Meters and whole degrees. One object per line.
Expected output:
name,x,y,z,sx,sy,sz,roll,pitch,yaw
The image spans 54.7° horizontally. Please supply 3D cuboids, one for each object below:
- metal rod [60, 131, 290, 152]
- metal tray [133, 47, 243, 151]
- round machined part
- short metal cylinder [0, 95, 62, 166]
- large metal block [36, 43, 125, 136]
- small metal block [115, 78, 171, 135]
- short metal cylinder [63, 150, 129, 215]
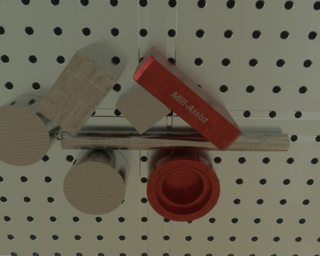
metal rod,0.020,0.018,0.420,0.302,0.025,0.025,1,110,-1
metal tray,0.031,-0.037,0.365,0.130,0.090,0.030,38,106,-13
round machined part,0.031,0.078,0.433,0.099,0.042,0.097,0,110,0
short metal cylinder,-0.174,0.002,0.399,0.081,0.050,0.079,0,110,0
large metal block,-0.089,-0.048,0.366,0.050,0.080,0.080,37,106,-13
small metal block,-0.021,-0.028,0.403,0.050,0.025,0.050,-37,106,12
short metal cylinder,-0.085,0.071,0.425,0.081,0.050,0.079,0,110,0
